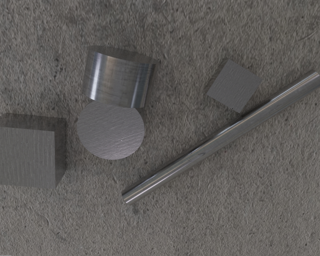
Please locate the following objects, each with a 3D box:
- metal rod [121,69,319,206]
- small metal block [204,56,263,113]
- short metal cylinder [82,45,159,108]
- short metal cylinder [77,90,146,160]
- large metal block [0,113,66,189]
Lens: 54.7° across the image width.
[{"bbox_3d":[0.075,0.019,0.417,0.300,0.025,0.025,-34,107,11],"label":"metal rod"},{"bbox_3d":[0.091,-0.055,0.390,0.050,0.025,0.050,28,108,-10],"label":"small metal block"},{"bbox_3d":[-0.046,-0.061,0.358,0.081,0.080,0.050,12,110,-5],"label":"short metal cylinder"},{"bbox_3d":[-0.059,-0.007,0.393,0.081,0.050,0.079,0,110,0],"label":"short metal cylinder"},{"bbox_3d":[-0.170,0.029,0.405,0.081,0.050,0.079,5,110,-2],"label":"large metal block"}]
